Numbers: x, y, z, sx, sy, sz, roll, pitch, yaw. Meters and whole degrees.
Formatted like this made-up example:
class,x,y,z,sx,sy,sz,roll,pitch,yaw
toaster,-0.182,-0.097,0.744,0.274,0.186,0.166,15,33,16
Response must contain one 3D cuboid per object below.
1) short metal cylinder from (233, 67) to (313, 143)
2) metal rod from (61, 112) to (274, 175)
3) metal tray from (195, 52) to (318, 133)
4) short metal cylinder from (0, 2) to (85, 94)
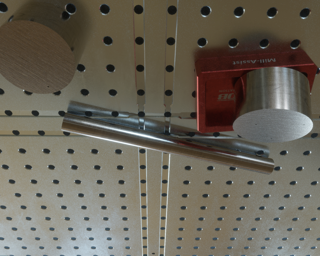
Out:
class,x,y,z,sx,sy,sz,roll,pitch,yaw
short metal cylinder,0.122,-0.023,0.342,0.080,0.050,0.080,7,154,4
metal rod,0.019,0.025,0.432,0.302,0.025,0.025,13,129,-12
metal tray,0.109,-0.040,0.375,0.131,0.030,0.089,-4,130,3
short metal cylinder,-0.124,-0.083,0.323,0.081,0.050,0.079,0,130,0
